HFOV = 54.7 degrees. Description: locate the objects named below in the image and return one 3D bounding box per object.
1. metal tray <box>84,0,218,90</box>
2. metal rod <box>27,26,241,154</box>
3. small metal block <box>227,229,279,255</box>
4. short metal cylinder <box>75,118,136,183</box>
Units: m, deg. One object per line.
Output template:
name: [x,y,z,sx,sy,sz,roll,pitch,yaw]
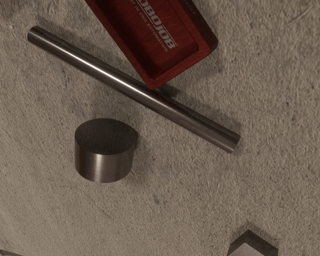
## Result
metal tray: [-0.010,-0.117,0.335,0.090,0.030,0.130,-28,103,37]
metal rod: [-0.039,-0.053,0.393,0.301,0.025,0.025,29,128,9]
small metal block: [0.133,0.182,0.449,0.050,0.025,0.050,34,129,5]
short metal cylinder: [-0.076,0.030,0.428,0.080,0.080,0.050,22,126,15]
